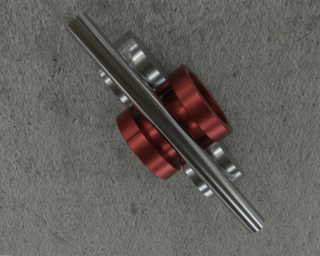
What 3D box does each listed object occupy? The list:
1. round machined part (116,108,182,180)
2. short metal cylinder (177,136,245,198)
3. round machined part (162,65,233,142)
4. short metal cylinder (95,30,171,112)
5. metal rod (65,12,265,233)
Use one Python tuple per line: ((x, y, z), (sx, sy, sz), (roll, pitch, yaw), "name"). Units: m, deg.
((-0.004, 0.011, 0.375), (0.042, 0.098, 0.098), (-39, 106, 9), "round machined part")
((0.064, 0.043, 0.398), (0.050, 0.080, 0.080), (-37, 106, 12), "short metal cylinder")
((0.040, -0.023, 0.364), (0.042, 0.098, 0.098), (-36, 107, 17), "round machined part")
((-0.028, -0.065, 0.357), (0.050, 0.080, 0.080), (-37, 106, 12), "short metal cylinder")
((0.018, 0.007, 0.329), (0.025, 0.025, 0.300), (-38, 106, 12), "metal rod")
